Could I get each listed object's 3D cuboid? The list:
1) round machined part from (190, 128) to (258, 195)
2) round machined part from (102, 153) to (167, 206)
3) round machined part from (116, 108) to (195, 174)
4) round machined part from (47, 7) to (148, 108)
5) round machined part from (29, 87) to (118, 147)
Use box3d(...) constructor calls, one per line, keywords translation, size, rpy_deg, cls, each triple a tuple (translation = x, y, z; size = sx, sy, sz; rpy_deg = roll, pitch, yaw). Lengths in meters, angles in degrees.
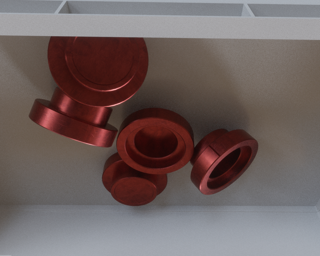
box3d(translation=(0.079, 0.039, 0.413), size=(0.099, 0.042, 0.097), rpy_deg=(-26, 141, -22), cls="round machined part")
box3d(translation=(-0.038, 0.081, 0.466), size=(0.099, 0.042, 0.097), rpy_deg=(0, 130, 0), cls="round machined part")
box3d(translation=(-0.005, 0.012, 0.406), size=(0.099, 0.042, 0.097), rpy_deg=(2, 129, 2), cls="round machined part")
box3d(translation=(-0.058, -0.069, 0.304), size=(0.099, 0.042, 0.097), rpy_deg=(-1, 94, -19), cls="round machined part")
box3d(translation=(-0.094, -0.016, 0.358), size=(0.099, 0.098, 0.042), rpy_deg=(22, 93, -18), cls="round machined part")
